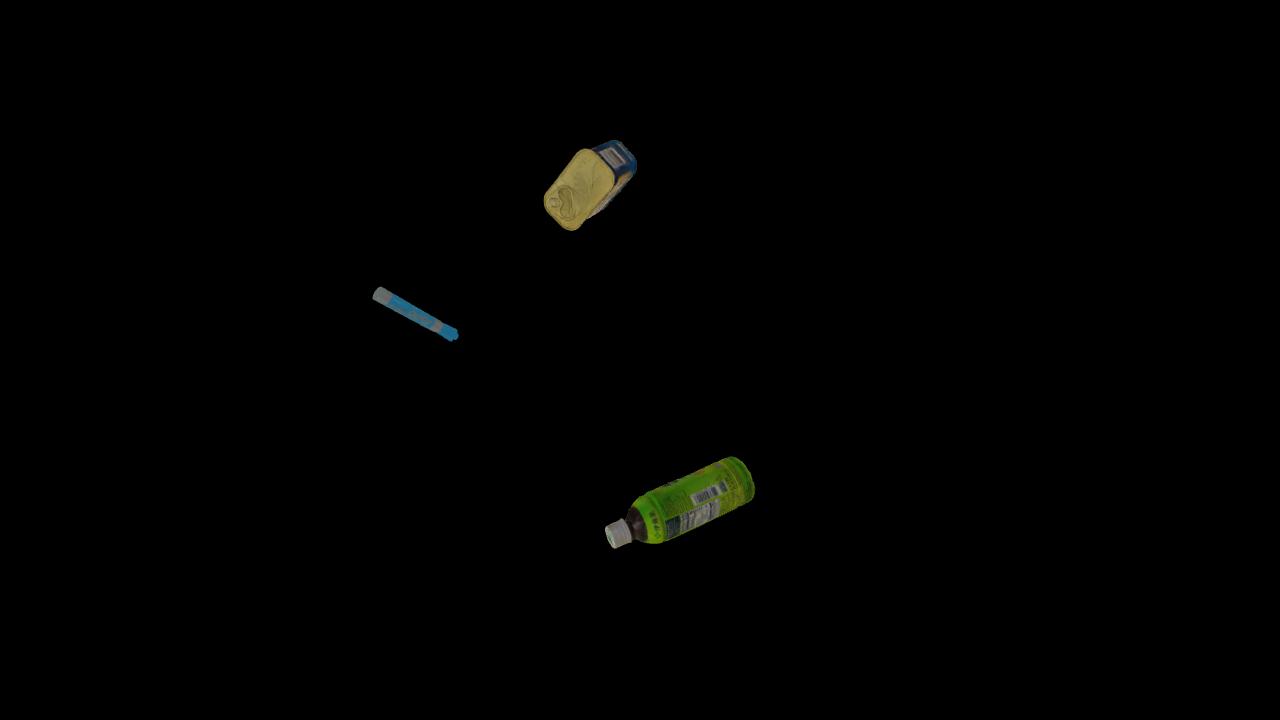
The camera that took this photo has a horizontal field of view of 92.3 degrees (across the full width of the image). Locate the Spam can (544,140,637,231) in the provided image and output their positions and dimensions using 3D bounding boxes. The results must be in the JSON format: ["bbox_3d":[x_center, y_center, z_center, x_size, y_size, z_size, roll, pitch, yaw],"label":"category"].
[{"bbox_3d":[-0.058,-0.216,0.755,0.101,0.058,0.085,-40,6,35],"label":"Spam can"}]

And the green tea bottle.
[{"bbox_3d":[0.053,0.197,0.829,0.212,0.073,0.073,-17,7,-25],"label":"green tea bottle"}]

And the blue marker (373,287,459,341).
[{"bbox_3d":[-0.283,-0.056,0.789,0.020,0.020,0.121,0,-25,42],"label":"blue marker"}]
